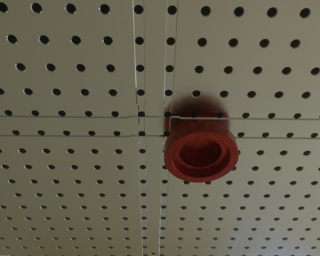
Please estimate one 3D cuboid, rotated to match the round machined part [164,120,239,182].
[{"bbox_3d":[0.055,0.028,0.425,0.099,0.042,0.097,-1,130,0],"label":"round machined part"}]
